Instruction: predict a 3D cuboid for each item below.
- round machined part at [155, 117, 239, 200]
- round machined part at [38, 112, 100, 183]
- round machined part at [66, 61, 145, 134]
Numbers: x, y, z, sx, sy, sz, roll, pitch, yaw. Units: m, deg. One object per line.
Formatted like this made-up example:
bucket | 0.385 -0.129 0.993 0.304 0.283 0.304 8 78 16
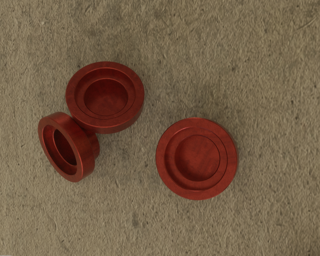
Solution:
round machined part | 0.048 0.036 0.383 0.098 0.042 0.097 0 90 20
round machined part | -0.121 0.022 0.427 0.098 0.042 0.097 23 128 33
round machined part | -0.070 -0.036 0.409 0.099 0.042 0.098 2 65 -4
